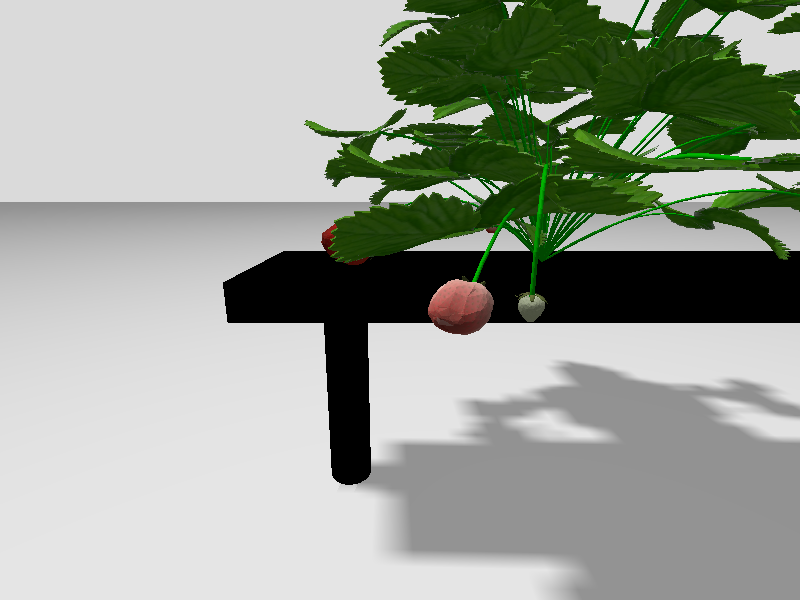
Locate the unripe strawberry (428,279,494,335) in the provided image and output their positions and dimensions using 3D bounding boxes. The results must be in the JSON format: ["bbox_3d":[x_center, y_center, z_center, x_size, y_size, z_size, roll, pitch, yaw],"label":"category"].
[{"bbox_3d":[0.024,0.004,0.165,0.027,0.024,0.025,8,27,27],"label":"unripe strawberry"}]

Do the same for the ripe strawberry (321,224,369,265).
[{"bbox_3d":[-0.046,-0.050,0.342,0.043,0.042,0.040,-1,15,-2],"label":"ripe strawberry"}]

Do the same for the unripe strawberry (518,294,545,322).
[{"bbox_3d":[0.055,0.004,0.167,0.011,0.012,0.011,6,16,20],"label":"unripe strawberry"}]

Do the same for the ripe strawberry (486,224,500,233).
[{"bbox_3d":[0.133,-0.104,0.576,0.021,0.018,0.021,1,-19,2],"label":"ripe strawberry"}]
